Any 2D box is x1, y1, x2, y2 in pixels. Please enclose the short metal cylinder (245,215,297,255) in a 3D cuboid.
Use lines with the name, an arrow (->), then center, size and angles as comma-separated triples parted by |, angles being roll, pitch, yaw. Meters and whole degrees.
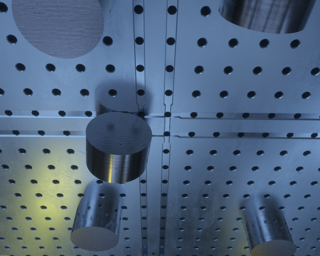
short metal cylinder -> 0.203, 0.205, 0.573 | 0.081, 0.050, 0.079 | -1, 130, 0

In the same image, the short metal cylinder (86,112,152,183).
short metal cylinder -> -0.053, 0.023, 0.395 | 0.081, 0.080, 0.050 | 6, 130, -6

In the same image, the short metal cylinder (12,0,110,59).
short metal cylinder -> -0.091, -0.114, 0.297 | 0.081, 0.050, 0.079 | 0, 130, 0

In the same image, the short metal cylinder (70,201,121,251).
short metal cylinder -> -0.110, 0.172, 0.540 | 0.081, 0.050, 0.079 | -1, 130, 0

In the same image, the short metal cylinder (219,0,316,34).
short metal cylinder -> 0.097, -0.123, 0.272 | 0.081, 0.080, 0.050 | 3, 130, -3
